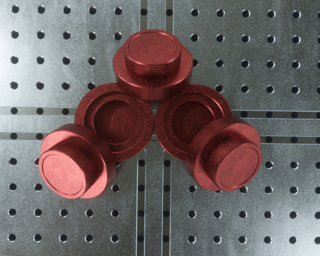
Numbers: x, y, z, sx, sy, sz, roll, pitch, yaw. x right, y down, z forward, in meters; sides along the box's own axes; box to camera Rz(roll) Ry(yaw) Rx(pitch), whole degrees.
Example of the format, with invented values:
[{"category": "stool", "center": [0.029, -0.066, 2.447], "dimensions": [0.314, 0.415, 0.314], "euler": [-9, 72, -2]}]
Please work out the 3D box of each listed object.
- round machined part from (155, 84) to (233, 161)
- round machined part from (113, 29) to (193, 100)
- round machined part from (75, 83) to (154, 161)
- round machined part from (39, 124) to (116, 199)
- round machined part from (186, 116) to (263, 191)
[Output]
[{"category": "round machined part", "center": [0.042, -0.006, 0.405], "dimensions": [0.099, 0.042, 0.097], "euler": [0, 90, -1]}, {"category": "round machined part", "center": [-0.009, -0.084, 0.379], "dimensions": [0.099, 0.042, 0.098], "euler": [1, 52, 0]}, {"category": "round machined part", "center": [-0.057, -0.007, 0.403], "dimensions": [0.099, 0.042, 0.097], "euler": [0, 90, -1]}, {"category": "round machined part", "center": [-0.107, 0.047, 0.380], "dimensions": [0.098, 0.042, 0.097], "euler": [10, 119, 20]}, {"category": "round machined part", "center": [0.085, 0.038, 0.379], "dimensions": [0.099, 0.042, 0.097], "euler": [-13, 123, -22]}]
